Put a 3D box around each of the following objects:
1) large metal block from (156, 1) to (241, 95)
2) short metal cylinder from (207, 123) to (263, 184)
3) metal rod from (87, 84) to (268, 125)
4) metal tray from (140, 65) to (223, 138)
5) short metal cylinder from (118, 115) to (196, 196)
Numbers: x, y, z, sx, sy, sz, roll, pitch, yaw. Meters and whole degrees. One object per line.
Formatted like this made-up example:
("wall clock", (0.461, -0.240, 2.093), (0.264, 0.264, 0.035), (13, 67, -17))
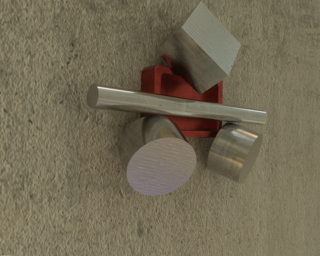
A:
("large metal block", (0.053, -0.105, 0.406), (0.080, 0.050, 0.080), (42, 47, -14))
("short metal cylinder", (0.113, 0.036, 0.463), (0.080, 0.050, 0.079), (-41, 144, -39))
("metal rod", (0.048, -0.025, 0.407), (0.302, 0.025, 0.025), (4, 88, -40))
("metal tray", (0.034, -0.032, 0.431), (0.131, 0.030, 0.089), (2, 89, -40))
("short metal cylinder", (-0.005, 0.032, 0.362), (0.081, 0.050, 0.079), (-9, 123, -15))
